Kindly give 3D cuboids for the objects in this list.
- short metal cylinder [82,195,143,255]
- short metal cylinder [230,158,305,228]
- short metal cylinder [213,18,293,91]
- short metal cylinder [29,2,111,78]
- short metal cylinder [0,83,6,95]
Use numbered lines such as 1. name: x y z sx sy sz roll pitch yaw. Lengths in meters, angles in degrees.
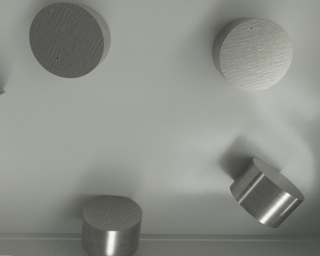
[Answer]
1. short metal cylinder: -0.067 0.138 0.432 0.081 0.080 0.050 6 110 -3
2. short metal cylinder: 0.142 0.085 0.415 0.080 0.080 0.050 31 107 -11
3. short metal cylinder: 0.106 -0.088 0.366 0.081 0.050 0.079 0 110 0
4. short metal cylinder: -0.101 -0.102 0.359 0.081 0.050 0.079 0 110 0
5. short metal cylinder: -0.234 -0.046 0.363 0.080 0.080 0.050 -23 109 8
